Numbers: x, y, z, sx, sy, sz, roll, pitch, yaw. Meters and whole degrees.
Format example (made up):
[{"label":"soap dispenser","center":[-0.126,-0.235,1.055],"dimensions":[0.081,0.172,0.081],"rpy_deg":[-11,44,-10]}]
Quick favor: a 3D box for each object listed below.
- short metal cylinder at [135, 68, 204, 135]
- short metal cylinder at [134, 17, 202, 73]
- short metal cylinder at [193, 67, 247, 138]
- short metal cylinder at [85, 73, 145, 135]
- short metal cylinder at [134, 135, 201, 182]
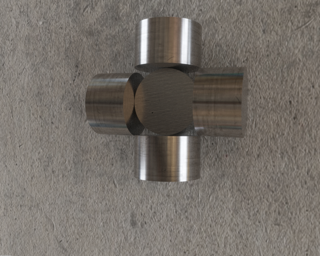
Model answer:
[{"label":"short metal cylinder","center":[0.015,-0.031,0.391],"dimensions":[0.080,0.050,0.079],"rpy_deg":[0,90,19]},{"label":"short metal cylinder","center":[0.010,-0.097,0.376],"dimensions":[0.080,0.080,0.050],"rpy_deg":[2,91,19]},{"label":"short metal cylinder","center":[0.072,-0.029,0.355],"dimensions":[0.050,0.080,0.079],"rpy_deg":[2,91,20]},{"label":"short metal cylinder","center":[-0.052,-0.031,0.399],"dimensions":[0.050,0.080,0.079],"rpy_deg":[2,91,20]},{"label":"short metal cylinder","center":[0.009,0.034,0.377],"dimensions":[0.080,0.080,0.050],"rpy_deg":[1,90,19]}]
